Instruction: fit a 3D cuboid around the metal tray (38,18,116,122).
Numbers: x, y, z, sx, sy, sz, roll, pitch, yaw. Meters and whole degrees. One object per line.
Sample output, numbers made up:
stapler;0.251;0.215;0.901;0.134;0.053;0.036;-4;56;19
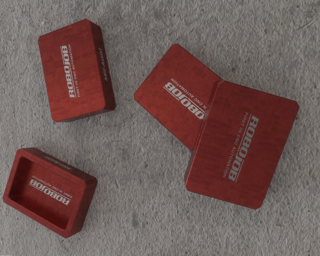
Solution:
metal tray;-0.121;-0.080;0.449;0.090;0.030;0.129;-13;86;19

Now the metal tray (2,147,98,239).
metal tray;-0.167;0.094;0.465;0.130;0.030;0.089;22;97;18

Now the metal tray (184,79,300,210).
metal tray;0.089;0.019;0.353;0.090;0.030;0.129;16;101;-1

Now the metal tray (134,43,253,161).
metal tray;0.042;-0.032;0.391;0.130;0.030;0.090;43;103;15
